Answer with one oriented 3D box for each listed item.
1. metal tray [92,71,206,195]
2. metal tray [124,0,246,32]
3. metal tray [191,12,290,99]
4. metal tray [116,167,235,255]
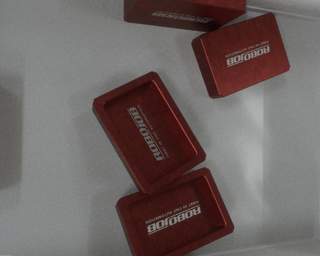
[{"bbox_3d":[-0.014,0.005,0.386,0.091,0.030,0.130,-29,86,-18],"label":"metal tray"},{"bbox_3d":[0.028,-0.153,0.385,0.131,0.090,0.030,0,90,-20],"label":"metal tray"},{"bbox_3d":[0.120,-0.106,0.452,0.131,0.030,0.090,-23,98,-19],"label":"metal tray"},{"bbox_3d":[0.019,0.114,0.398,0.131,0.030,0.090,-17,75,-19],"label":"metal tray"}]
